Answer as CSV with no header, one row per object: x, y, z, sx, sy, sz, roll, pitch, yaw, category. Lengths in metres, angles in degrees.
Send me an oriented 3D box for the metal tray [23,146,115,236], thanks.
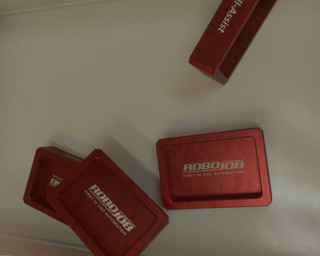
-0.131,0.089,0.453,0.130,0.030,0.089,19,96,18,metal tray

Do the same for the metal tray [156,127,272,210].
0.065,0.051,0.384,0.130,0.030,0.089,-8,87,19,metal tray

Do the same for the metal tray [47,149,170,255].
-0.064,0.100,0.385,0.130,0.030,0.090,42,79,18,metal tray

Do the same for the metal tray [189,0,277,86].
0.087,-0.115,0.344,0.030,0.090,0.129,34,101,17,metal tray
